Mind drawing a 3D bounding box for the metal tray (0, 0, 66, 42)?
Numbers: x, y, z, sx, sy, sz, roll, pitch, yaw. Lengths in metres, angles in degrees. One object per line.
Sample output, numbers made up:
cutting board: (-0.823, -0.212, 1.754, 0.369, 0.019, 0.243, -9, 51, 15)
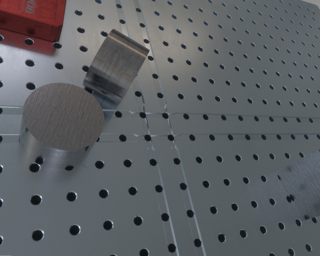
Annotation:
metal tray: (-0.176, -0.185, 0.422, 0.091, 0.030, 0.130, 10, 57, -23)

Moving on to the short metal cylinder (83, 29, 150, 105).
short metal cylinder: (-0.055, -0.076, 0.390, 0.050, 0.080, 0.080, 29, 52, -10)

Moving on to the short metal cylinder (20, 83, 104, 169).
short metal cylinder: (-0.107, -0.002, 0.336, 0.081, 0.050, 0.080, 14, 56, -21)

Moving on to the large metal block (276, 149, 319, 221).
large metal block: (0.233, 0.079, 0.450, 0.050, 0.080, 0.080, -11, 68, -33)
